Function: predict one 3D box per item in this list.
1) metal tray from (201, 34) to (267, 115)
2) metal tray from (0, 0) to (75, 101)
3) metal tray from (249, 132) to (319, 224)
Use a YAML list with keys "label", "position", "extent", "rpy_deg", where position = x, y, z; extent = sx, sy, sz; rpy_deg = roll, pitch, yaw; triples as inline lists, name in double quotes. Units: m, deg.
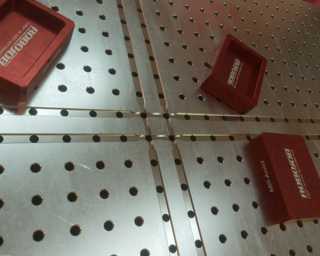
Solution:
- label: "metal tray"
  position: [0.131, -0.095, 0.532]
  extent: [0.090, 0.030, 0.130]
  rpy_deg: [32, 52, -8]
- label: "metal tray"
  position: [-0.173, -0.104, 0.374]
  extent: [0.090, 0.030, 0.130]
  rpy_deg: [27, 52, -11]
- label: "metal tray"
  position: [0.194, 0.072, 0.464]
  extent: [0.091, 0.030, 0.130]
  rpy_deg: [5, 60, -26]
